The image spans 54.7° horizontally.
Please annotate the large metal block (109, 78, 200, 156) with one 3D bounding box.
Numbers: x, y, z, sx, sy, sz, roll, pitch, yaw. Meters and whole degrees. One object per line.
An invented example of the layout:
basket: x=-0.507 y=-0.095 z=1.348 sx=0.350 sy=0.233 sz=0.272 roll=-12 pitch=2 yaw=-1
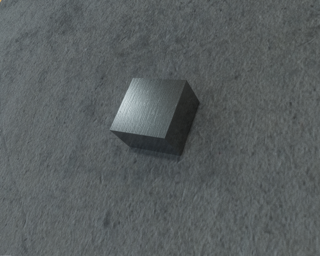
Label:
large metal block: x=-0.005 y=-0.016 z=0.399 sx=0.080 sy=0.050 sz=0.080 roll=8 pitch=65 yaw=31
